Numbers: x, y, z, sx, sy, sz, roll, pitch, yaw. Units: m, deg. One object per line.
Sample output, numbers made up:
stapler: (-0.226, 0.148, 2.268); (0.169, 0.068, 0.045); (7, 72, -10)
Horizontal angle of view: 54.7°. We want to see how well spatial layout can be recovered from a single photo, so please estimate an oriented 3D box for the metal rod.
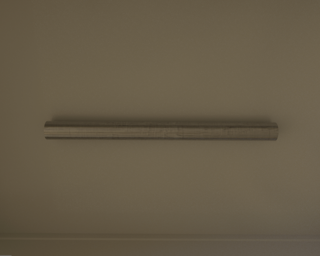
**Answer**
metal rod: (0.002, 0.004, 0.411); (0.302, 0.025, 0.025); (0, 110, -1)
